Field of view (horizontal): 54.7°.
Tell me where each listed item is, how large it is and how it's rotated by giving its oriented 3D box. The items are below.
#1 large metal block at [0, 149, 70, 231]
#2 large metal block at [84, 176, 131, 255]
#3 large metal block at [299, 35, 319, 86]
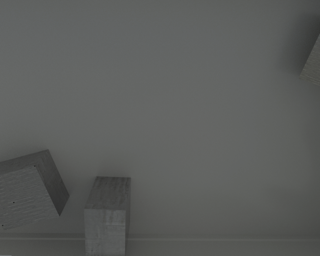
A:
[{"bbox_3d":[-0.184,0.084,0.427,0.080,0.050,0.080,-15,110,5],"label":"large metal block"},{"bbox_3d":[-0.069,0.122,0.426,0.050,0.080,0.079,3,110,-1],"label":"large metal block"},{"bbox_3d":[0.221,-0.078,0.350,0.080,0.050,0.079,33,114,35],"label":"large metal block"}]
